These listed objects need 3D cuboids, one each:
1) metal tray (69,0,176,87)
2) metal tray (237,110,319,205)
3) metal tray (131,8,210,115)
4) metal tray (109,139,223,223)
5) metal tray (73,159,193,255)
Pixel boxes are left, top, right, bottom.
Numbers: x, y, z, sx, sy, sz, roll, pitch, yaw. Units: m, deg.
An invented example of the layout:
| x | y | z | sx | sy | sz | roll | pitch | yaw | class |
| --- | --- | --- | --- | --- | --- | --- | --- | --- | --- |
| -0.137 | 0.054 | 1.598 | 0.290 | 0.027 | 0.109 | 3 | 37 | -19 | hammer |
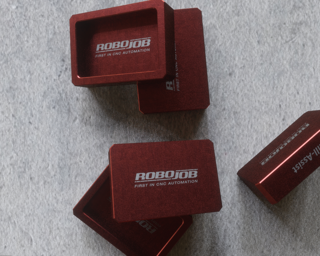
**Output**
| x | y | z | sx | sy | sz | roll | pitch | yaw | class |
| --- | --- | --- | --- | --- | --- | --- | --- | --- | --- |
| -0.048 | -0.099 | 0.381 | 0.130 | 0.030 | 0.089 | -1 | 92 | 23 | metal tray |
| 0.162 | 0.031 | 0.379 | 0.130 | 0.090 | 0.030 | -41 | 90 | 0 | metal tray |
| 0.013 | -0.086 | 0.408 | 0.091 | 0.030 | 0.129 | -5 | 90 | -1 | metal tray |
| 0.005 | 0.063 | 0.382 | 0.131 | 0.030 | 0.090 | -2 | 75 | -14 | metal tray |
| -0.034 | 0.111 | 0.407 | 0.130 | 0.030 | 0.090 | 38 | 90 | -1 | metal tray |
